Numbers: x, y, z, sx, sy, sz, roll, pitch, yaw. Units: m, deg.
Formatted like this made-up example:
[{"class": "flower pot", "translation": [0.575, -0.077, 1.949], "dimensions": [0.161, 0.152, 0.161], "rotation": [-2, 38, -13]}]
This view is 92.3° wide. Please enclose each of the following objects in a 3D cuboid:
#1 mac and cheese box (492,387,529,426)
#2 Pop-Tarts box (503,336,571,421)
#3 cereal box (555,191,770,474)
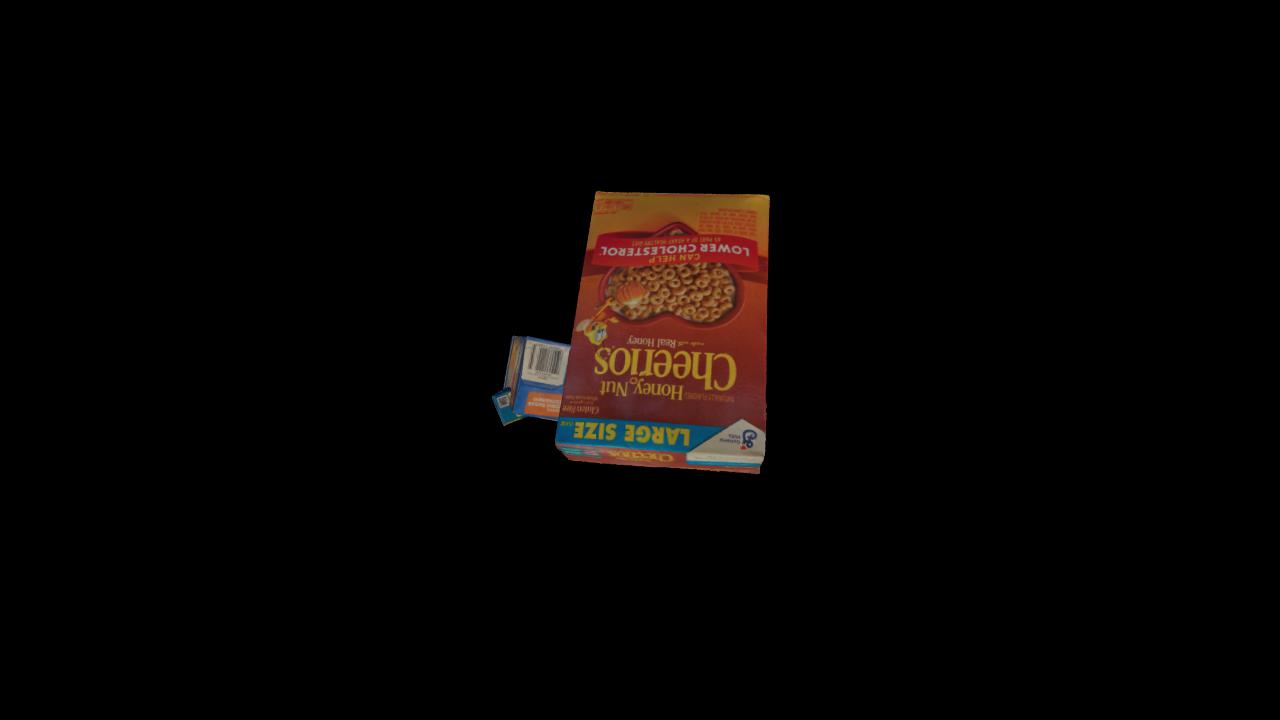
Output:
[{"class": "mac and cheese box", "translation": [-0.065, 0.018, 0.693], "dimensions": [0.184, 0.041, 0.093], "rotation": [-20, 4, 5]}, {"class": "Pop-Tarts box", "translation": [-0.064, 0.028, 0.701], "dimensions": [0.167, 0.083, 0.141], "rotation": [12, -1, -18]}, {"class": "cereal box", "translation": [0.034, -0.038, 0.662], "dimensions": [0.203, 0.306, 0.081], "rotation": [4, -24, 7]}]
